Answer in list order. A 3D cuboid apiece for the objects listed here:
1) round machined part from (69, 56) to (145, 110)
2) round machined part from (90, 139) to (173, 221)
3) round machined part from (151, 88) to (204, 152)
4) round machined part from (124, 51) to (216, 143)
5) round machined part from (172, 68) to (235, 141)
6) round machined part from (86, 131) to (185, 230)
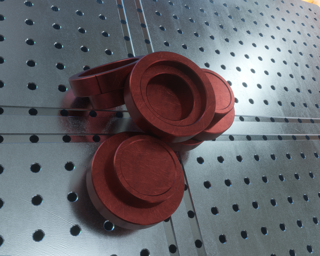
[{"bbox_3d":[-0.055,-0.054,0.375,0.099,0.098,0.042,-31,114,-38],"label":"round machined part"},{"bbox_3d":[-0.023,0.047,0.329,0.099,0.042,0.098,13,56,-21],"label":"round machined part"},{"bbox_3d":[0.027,-0.023,0.398,0.099,0.042,0.098,13,56,-21],"label":"round machined part"},{"bbox_3d":[0.008,-0.030,0.337,0.099,0.042,0.098,9,66,-22],"label":"round machined part"},{"bbox_3d":[0.055,-0.037,0.393,0.099,0.042,0.098,14,55,-20],"label":"round machined part"},{"bbox_3d":[-0.018,0.046,0.305,0.099,0.042,0.098,13,56,-21],"label":"round machined part"}]
